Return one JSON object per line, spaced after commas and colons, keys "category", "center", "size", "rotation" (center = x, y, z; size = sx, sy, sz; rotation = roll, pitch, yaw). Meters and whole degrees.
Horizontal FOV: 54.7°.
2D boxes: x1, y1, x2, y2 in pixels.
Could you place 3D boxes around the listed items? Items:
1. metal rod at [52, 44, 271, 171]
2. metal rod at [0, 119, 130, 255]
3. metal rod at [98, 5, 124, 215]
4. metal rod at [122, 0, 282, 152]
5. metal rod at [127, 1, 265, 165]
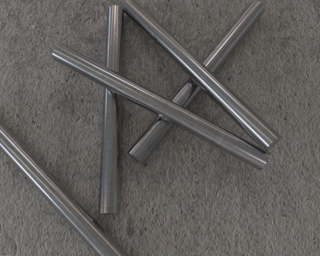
{"category": "metal rod", "center": [-0.006, -0.031, 0.391], "size": [0.301, 0.025, 0.025], "rotation": [28, 73, 9]}
{"category": "metal rod", "center": [-0.136, 0.072, 0.380], "size": [0.300, 0.025, 0.025], "rotation": [42, 75, 13]}
{"category": "metal rod", "center": [-0.064, -0.038, 0.421], "size": [0.025, 0.025, 0.299], "rotation": [-1, 70, -1]}
{"category": "metal rod", "center": [0.040, -0.085, 0.414], "size": [0.025, 0.025, 0.300], "rotation": [-35, 65, -12]}
{"category": "metal rod", "center": [0.059, -0.073, 0.435], "size": [0.025, 0.025, 0.300], "rotation": [36, 74, 12]}
